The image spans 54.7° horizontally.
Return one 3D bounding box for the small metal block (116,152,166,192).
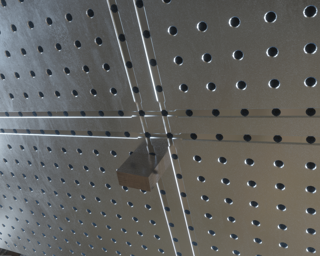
[{"bbox_3d":[-0.026,0.062,0.446,0.050,0.050,0.025,7,121,24],"label":"small metal block"}]
